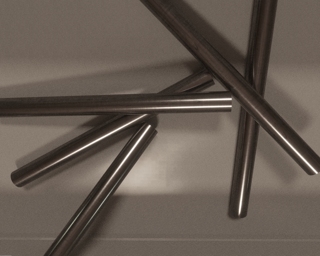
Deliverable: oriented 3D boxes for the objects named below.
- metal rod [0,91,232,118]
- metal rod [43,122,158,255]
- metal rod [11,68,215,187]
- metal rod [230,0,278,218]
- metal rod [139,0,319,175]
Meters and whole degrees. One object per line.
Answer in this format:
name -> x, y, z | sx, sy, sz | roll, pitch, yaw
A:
metal rod -> -0.067, -0.028, 0.381 | 0.302, 0.025, 0.025 | -1, 110, 7
metal rod -> -0.099, 0.118, 0.382 | 0.025, 0.025, 0.300 | 39, 78, -13
metal rod -> -0.068, 0.003, 0.411 | 0.301, 0.025, 0.025 | -28, 108, 9
metal rod -> 0.120, -0.014, 0.407 | 0.025, 0.025, 0.298 | 1, 110, -1
metal rod -> 0.089, -0.054, 0.371 | 0.300, 0.025, 0.025 | 44, 104, -7
